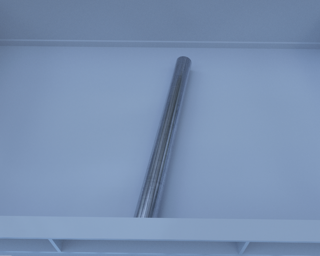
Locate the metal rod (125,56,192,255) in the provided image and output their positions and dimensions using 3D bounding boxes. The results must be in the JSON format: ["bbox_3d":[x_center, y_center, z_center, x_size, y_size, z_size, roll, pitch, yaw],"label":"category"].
[{"bbox_3d":[0.008,0.009,0.397,0.025,0.025,0.300,9,50,7],"label":"metal rod"}]
